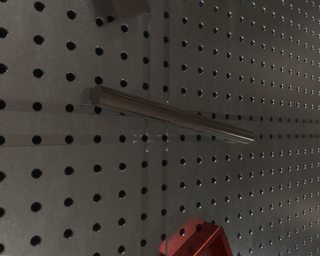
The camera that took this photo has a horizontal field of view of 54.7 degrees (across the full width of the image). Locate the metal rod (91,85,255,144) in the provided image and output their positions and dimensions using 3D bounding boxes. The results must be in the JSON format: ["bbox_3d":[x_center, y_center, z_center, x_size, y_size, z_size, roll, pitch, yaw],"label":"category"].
[{"bbox_3d":[0.041,-0.010,0.445,0.302,0.025,0.025,13,82,-40],"label":"metal rod"}]

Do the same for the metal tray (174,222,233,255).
[{"bbox_3d":[0.077,0.223,0.473,0.091,0.030,0.129,-34,111,-35],"label":"metal tray"}]

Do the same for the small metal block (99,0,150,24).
[{"bbox_3d":[-0.046,-0.158,0.372,0.050,0.025,0.050,-31,110,-36],"label":"small metal block"}]
